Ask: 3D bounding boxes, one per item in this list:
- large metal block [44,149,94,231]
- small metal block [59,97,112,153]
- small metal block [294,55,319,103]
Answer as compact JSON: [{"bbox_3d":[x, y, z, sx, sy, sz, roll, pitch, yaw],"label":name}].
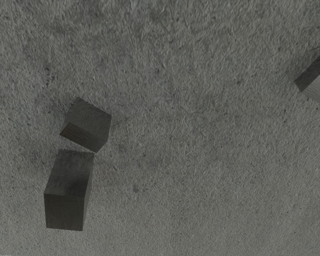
[{"bbox_3d":[-0.128,0.089,0.445,0.050,0.080,0.079,8,130,-7],"label":"large metal block"},{"bbox_3d":[-0.091,-0.004,0.386,0.050,0.050,0.025,31,123,-24],"label":"small metal block"},{"bbox_3d":[0.198,-0.056,0.362,0.050,0.025,0.050,23,126,-19],"label":"small metal block"}]
